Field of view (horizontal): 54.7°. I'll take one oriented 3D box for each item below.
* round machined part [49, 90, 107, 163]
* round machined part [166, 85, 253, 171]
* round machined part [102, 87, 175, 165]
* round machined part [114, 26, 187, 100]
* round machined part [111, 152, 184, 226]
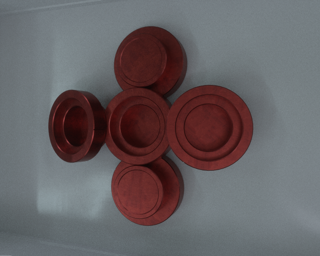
[{"bbox_3d":[-0.108,-0.002,0.429,0.098,0.042,0.097,0,90,37],"label":"round machined part"},{"bbox_3d":[0.057,0.000,0.371,0.099,0.042,0.097,0,90,3],"label":"round machined part"},{"bbox_3d":[-0.023,-0.002,0.407,0.098,0.042,0.097,0,90,20],"label":"round machined part"},{"bbox_3d":[-0.017,-0.085,0.406,0.098,0.042,0.097,0,90,20],"label":"round machined part"},{"bbox_3d":[-0.021,0.080,0.407,0.098,0.042,0.097,0,90,20],"label":"round machined part"}]
